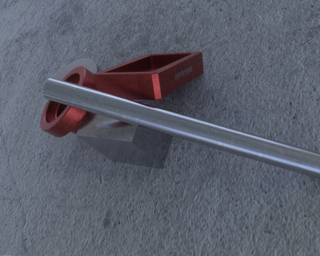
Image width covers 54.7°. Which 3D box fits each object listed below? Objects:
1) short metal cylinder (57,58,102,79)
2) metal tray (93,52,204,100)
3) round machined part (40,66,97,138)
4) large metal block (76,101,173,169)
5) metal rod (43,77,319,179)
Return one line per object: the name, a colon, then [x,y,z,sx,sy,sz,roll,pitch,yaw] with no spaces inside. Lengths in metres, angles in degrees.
short metal cylinder: [-0.119,-0.063,0.488,0.080,0.050,0.080,-13,56,20]
metal tray: [-0.010,-0.071,0.400,0.090,0.030,0.131,5,24,30]
round machined part: [-0.113,-0.030,0.414,0.098,0.042,0.098,-30,42,32]
large metal block: [-0.040,0.008,0.384,0.080,0.080,0.050,5,64,30]
metal rod: [0.022,-0.002,0.318,0.301,0.025,0.025,16,68,8]
